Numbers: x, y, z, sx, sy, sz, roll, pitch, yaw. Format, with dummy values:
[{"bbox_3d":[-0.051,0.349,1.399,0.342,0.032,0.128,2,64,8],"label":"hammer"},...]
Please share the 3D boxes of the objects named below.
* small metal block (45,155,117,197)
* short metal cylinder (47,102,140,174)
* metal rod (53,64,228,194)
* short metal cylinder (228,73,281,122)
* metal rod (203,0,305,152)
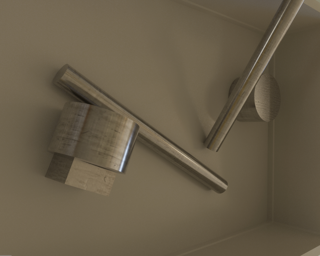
[{"bbox_3d":[-0.083,0.049,0.322,0.050,0.050,0.025,28,73,-37],"label":"small metal block"},{"bbox_3d":[-0.066,0.012,0.317,0.080,0.080,0.050,26,74,-37],"label":"short metal cylinder"},{"bbox_3d":[-0.003,0.018,0.405,0.301,0.025,0.025,37,67,-34],"label":"metal rod"},{"bbox_3d":[0.162,-0.050,0.530,0.081,0.050,0.079,0,90,-40],"label":"short metal cylinder"},{"bbox_3d":[0.141,-0.097,0.434,0.025,0.025,0.298,11,113,-40],"label":"metal rod"}]
